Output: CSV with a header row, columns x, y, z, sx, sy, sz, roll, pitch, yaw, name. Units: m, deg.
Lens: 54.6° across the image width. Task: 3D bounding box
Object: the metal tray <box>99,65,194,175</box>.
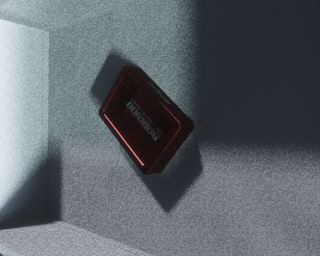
x,y,z,sx,sy,sz,roll,pitch,yaw,name
-0.024,-0.013,0.424,0.130,0.030,0.090,49,119,29,metal tray
